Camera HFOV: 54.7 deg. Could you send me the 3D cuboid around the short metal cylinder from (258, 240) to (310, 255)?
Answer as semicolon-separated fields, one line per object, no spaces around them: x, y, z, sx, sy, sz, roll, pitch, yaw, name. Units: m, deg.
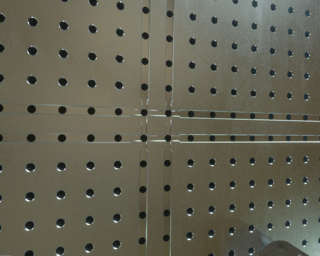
0.186;0.214;0.452;0.050;0.080;0.080;35;79;-17;short metal cylinder
